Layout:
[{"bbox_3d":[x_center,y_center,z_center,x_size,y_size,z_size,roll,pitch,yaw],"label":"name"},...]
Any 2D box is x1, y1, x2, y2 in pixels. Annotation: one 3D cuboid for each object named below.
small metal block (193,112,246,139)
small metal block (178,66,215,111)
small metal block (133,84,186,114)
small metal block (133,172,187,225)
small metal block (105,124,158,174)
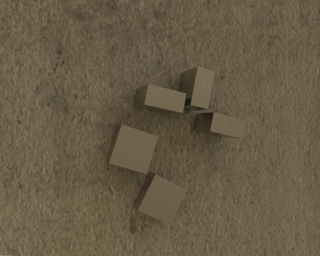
[{"bbox_3d":[0.081,-0.003,0.427,0.050,0.050,0.025,13,86,-20],"label":"small metal block"},{"bbox_3d":[0.046,-0.051,0.414,0.025,0.050,0.050,12,86,-20],"label":"small metal block"},{"bbox_3d":[-0.002,-0.035,0.396,0.050,0.050,0.025,11,86,-20],"label":"small metal block"},{"bbox_3d":[0.000,0.093,0.410,0.050,0.025,0.050,29,80,-18],"label":"small metal block"},{"bbox_3d":[-0.036,0.027,0.397,0.050,0.025,0.050,19,83,-19],"label":"small metal block"}]
